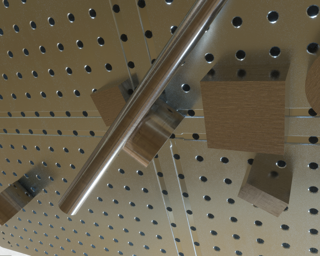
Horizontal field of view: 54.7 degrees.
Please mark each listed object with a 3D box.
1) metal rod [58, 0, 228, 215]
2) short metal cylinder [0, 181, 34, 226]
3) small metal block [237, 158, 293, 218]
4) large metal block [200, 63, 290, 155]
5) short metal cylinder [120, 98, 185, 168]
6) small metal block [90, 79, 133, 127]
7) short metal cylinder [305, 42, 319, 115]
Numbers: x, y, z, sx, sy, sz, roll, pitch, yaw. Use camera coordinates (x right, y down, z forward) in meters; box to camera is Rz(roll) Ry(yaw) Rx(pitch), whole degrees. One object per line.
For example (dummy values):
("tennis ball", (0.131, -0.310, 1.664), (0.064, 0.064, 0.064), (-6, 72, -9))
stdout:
("metal rod", (-0.022, -0.025, 0.327), (0.025, 0.025, 0.299), (37, 103, 3))
("short metal cylinder", (-0.309, 0.154, 0.634), (0.050, 0.080, 0.080), (49, 129, -7))
("small metal block", (0.127, 0.070, 0.372), (0.050, 0.050, 0.025), (27, 128, 11))
("large metal block", (0.094, -0.022, 0.332), (0.080, 0.050, 0.079), (4, 120, 26))
("short metal cylinder", (-0.013, 0.003, 0.384), (0.050, 0.080, 0.080), (37, 129, 3))
("small metal block", (-0.059, -0.033, 0.422), (0.050, 0.025, 0.050), (-12, 113, 33))
("short metal cylinder", (0.174, -0.047, 0.274), (0.080, 0.050, 0.079), (13, 124, 21))
